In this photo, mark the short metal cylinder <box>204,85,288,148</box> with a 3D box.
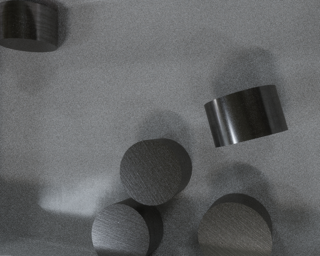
[{"bbox_3d":[0.095,-0.012,0.348,0.080,0.080,0.050,-16,85,19],"label":"short metal cylinder"}]

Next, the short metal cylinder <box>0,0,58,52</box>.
[{"bbox_3d":[-0.191,-0.144,0.449,0.080,0.080,0.050,1,91,20],"label":"short metal cylinder"}]

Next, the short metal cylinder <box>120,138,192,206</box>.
[{"bbox_3d":[-0.004,0.054,0.399,0.080,0.050,0.080,0,90,20],"label":"short metal cylinder"}]

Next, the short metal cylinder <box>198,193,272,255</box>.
[{"bbox_3d":[0.090,0.122,0.365,0.080,0.050,0.080,0,90,20],"label":"short metal cylinder"}]

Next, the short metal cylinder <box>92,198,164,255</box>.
[{"bbox_3d":[-0.042,0.136,0.409,0.080,0.050,0.080,-1,86,20],"label":"short metal cylinder"}]
